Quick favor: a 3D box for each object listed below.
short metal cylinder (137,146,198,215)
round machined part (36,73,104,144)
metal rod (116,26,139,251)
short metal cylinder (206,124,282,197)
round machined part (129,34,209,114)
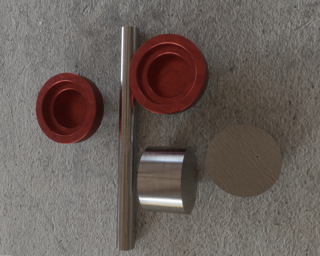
[{"bbox_3d":[0.012,0.062,0.375,0.050,0.080,0.079,-1,90,20],"label":"short metal cylinder"},{"bbox_3d":[-0.123,-0.027,0.442,0.098,0.042,0.097,0,90,19],"label":"round machined part"},{"bbox_3d":[-0.044,0.014,0.423,0.025,0.025,0.298,1,90,19],"label":"metal rod"},{"bbox_3d":[0.099,0.035,0.361,0.080,0.050,0.079,0,90,19],"label":"short metal cylinder"},{"bbox_3d":[0.013,-0.066,0.395,0.098,0.042,0.097,0,90,19],"label":"round machined part"}]
